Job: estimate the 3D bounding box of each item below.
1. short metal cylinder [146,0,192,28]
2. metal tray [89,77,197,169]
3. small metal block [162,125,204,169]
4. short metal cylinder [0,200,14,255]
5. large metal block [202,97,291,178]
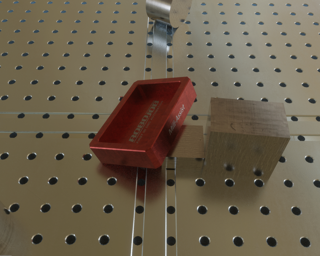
[{"bbox_3d":[0.018,-0.231,0.566,0.050,0.080,0.080,27,55,21],"label":"short metal cylinder"},{"bbox_3d":[-0.018,-0.012,0.391,0.090,0.030,0.130,1,45,32],"label":"metal tray"},{"bbox_3d":[0.028,0.023,0.388,0.050,0.025,0.050,2,50,1],"label":"small metal block"},{"bbox_3d":[-0.197,0.098,0.307,0.081,0.050,0.080,0,50,0],"label":"short metal cylinder"},{"bbox_3d":[0.095,0.013,0.361,0.080,0.080,0.050,5,50,4],"label":"large metal block"}]
